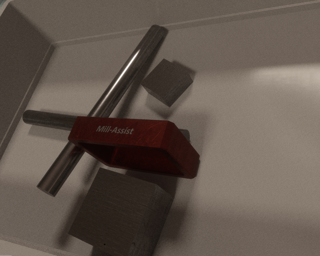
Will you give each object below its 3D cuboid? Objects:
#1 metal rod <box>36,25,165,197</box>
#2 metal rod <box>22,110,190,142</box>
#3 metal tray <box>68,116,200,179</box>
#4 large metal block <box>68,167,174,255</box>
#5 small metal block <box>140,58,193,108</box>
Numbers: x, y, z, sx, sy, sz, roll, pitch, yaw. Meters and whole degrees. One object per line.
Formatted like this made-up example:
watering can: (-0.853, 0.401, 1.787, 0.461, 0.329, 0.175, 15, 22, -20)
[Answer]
metal rod: (-0.071, -0.040, 0.438, 0.025, 0.025, 0.300, 12, 59, 33)
metal rod: (-0.097, -0.002, 0.456, 0.300, 0.025, 0.025, 7, 65, 31)
metal tray: (-0.030, 0.023, 0.364, 0.130, 0.090, 0.030, 4, 64, 29)
large metal block: (-0.042, 0.099, 0.350, 0.080, 0.050, 0.080, 10, 67, 32)
small metal block: (0.010, -0.065, 0.439, 0.050, 0.025, 0.050, -48, 52, -6)
